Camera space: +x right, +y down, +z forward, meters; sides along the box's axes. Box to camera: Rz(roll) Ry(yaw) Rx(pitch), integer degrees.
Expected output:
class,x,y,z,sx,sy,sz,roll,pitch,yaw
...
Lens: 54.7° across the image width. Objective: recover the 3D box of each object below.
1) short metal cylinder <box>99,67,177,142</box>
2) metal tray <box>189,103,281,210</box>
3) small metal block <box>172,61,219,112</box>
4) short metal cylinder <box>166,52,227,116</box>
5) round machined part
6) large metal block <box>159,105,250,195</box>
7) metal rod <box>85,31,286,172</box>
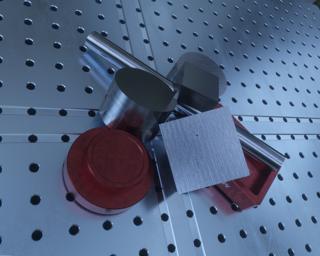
class,x,y,z,sx,sy,sz,roll,pitch,yaw
short metal cylinder,-0.027,-0.029,0.377,0.080,0.050,0.080,22,35,-16
metal tray,0.098,0.037,0.431,0.130,0.030,0.090,45,51,3
small metal block,0.046,-0.051,0.392,0.050,0.025,0.050,23,45,-14
short metal cylinder,0.050,-0.064,0.454,0.081,0.050,0.080,14,56,-21
round machined part,-0.051,0.041,0.339,0.099,0.042,0.098,14,56,-21
large metal block,0.050,0.026,0.365,0.080,0.050,0.080,-15,83,1
metal rod,0.029,-0.038,0.411,0.301,0.025,0.025,34,51,6
